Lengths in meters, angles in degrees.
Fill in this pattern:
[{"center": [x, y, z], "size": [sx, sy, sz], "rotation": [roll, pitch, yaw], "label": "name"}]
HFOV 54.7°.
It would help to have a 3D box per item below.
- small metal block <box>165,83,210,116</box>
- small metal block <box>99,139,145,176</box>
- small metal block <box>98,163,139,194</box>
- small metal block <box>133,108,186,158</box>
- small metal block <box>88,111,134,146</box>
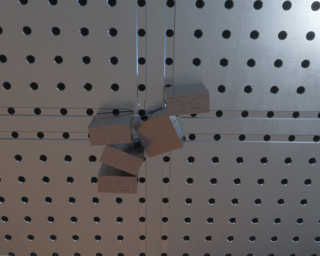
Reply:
[{"center": [0.033, -0.036, 0.387], "size": [0.050, 0.050, 0.025], "rotation": [-5, 110, 1], "label": "small metal block"}, {"center": [-0.048, 0.032, 0.411], "size": [0.050, 0.050, 0.025], "rotation": [23, 109, -9], "label": "small metal block"}, {"center": [-0.055, 0.065, 0.423], "size": [0.050, 0.050, 0.025], "rotation": [3, 110, -2], "label": "small metal block"}, {"center": [0.000, 0.006, 0.410], "size": [0.050, 0.025, 0.050], "rotation": [-19, 110, 19], "label": "small metal block"}, {"center": [-0.061, 0.000, 0.399], "size": [0.050, 0.050, 0.025], "rotation": [-4, 110, 1], "label": "small metal block"}]
